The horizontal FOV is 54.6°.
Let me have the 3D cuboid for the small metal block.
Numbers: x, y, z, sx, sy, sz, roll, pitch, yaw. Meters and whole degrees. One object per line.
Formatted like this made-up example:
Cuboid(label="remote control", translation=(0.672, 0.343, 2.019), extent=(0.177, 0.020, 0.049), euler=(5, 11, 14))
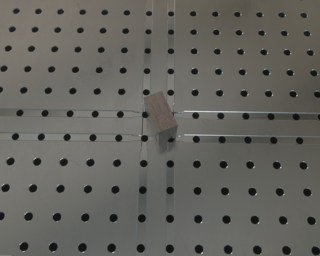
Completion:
Cuboid(label="small metal block", translation=(0.001, -0.012, 0.403), extent=(0.025, 0.050, 0.050), euler=(-21, 72, -7))
